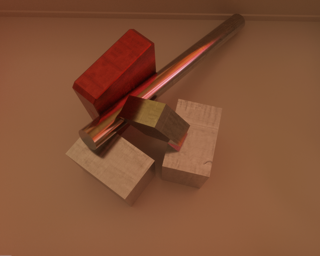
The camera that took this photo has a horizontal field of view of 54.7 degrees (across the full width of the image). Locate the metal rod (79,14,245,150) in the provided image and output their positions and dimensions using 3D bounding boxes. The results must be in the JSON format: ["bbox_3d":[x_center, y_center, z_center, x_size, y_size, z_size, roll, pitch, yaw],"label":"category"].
[{"bbox_3d":[0.022,-0.074,0.388,0.025,0.025,0.302,40,57,13],"label":"metal rod"}]

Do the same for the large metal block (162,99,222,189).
[{"bbox_3d":[0.036,0.022,0.372,0.050,0.080,0.080,13,71,4],"label":"large metal block"}]

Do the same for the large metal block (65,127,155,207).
[{"bbox_3d":[-0.053,0.044,0.364,0.080,0.080,0.050,35,74,11],"label":"large metal block"}]

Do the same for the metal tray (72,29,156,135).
[{"bbox_3d":[-0.045,-0.044,0.367,0.030,0.130,0.090,38,75,13],"label":"metal tray"}]

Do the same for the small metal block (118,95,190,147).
[{"bbox_3d":[-0.005,-0.007,0.319,0.050,0.050,0.025,17,77,39],"label":"small metal block"}]
